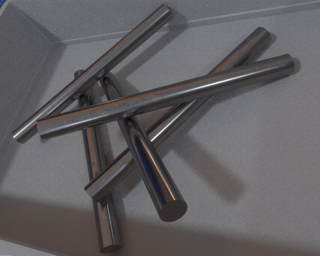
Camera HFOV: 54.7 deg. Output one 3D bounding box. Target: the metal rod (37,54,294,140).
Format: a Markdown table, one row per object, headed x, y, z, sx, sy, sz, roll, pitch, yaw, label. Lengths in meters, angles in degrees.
| x | y | z | sx | sy | sz | roll | pitch | yaw | label |
| --- | --- | --- | --- | --- | --- | --- | --- | --- | --- |
| 0.010 | -0.038 | 0.363 | 0.302 | 0.025 | 0.025 | -15 | 54 | -4 | metal rod |

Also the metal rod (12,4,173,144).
| x | y | z | sx | sy | sz | roll | pitch | yaw | label |
| --- | --- | --- | --- | --- | --- | --- | --- | --- | --- |
| -0.104 | -0.080 | 0.472 | 0.300 | 0.025 | 0.025 | -39 | 51 | 3 | metal rod |

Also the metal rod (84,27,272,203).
| x | y | z | sx | sy | sz | roll | pitch | yaw | label |
| --- | --- | --- | --- | --- | --- | --- | --- | --- | --- |
| 0.028 | -0.022 | 0.387 | 0.301 | 0.025 | 0.025 | -43 | 51 | -8 | metal rod |

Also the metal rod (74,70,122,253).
| x | y | z | sx | sy | sz | roll | pitch | yaw | label |
| --- | --- | --- | --- | --- | --- | --- | --- | --- | --- |
| -0.095 | 0.023 | 0.439 | 0.025 | 0.025 | 0.299 | -27 | 52 | 11 | metal rod |

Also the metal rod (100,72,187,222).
| x | y | z | sx | sy | sz | roll | pitch | yaw | label |
| --- | --- | --- | --- | --- | --- | --- | --- | --- | --- |
| -0.037 | -0.005 | 0.378 | 0.025 | 0.025 | 0.300 | -37 | 36 | 3 | metal rod |
